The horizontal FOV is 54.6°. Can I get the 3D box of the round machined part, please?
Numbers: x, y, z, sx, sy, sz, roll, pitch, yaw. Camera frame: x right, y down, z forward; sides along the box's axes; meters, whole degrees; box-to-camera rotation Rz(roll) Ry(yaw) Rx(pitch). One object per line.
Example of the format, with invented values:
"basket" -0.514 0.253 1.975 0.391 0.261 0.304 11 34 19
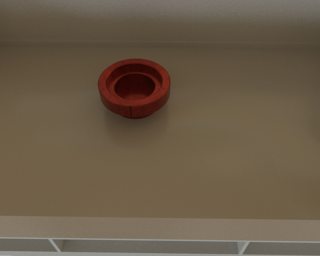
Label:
"round machined part" -0.035 -0.051 0.437 0.099 0.042 0.098 0 50 0
